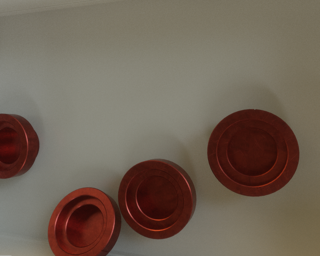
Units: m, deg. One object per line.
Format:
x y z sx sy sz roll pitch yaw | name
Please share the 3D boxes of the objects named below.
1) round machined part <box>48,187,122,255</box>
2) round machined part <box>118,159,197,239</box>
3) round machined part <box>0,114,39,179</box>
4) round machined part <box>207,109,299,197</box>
-0.097 0.134 0.421 0.098 0.042 0.098 -9 60 16 | round machined part
-0.001 0.088 0.401 0.098 0.042 0.097 0 90 19 | round machined part
-0.229 0.027 0.480 0.098 0.042 0.097 0 90 19 | round machined part
0.108 0.027 0.363 0.098 0.042 0.097 0 90 19 | round machined part
